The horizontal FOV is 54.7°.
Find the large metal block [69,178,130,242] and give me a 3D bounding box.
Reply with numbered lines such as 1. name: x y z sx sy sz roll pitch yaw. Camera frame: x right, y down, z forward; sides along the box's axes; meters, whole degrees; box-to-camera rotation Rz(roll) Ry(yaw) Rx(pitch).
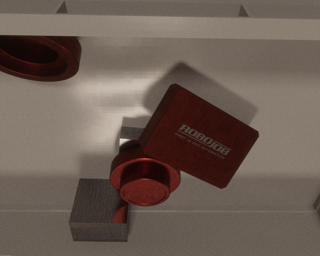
1. large metal block: -0.088 0.126 0.479 0.081 0.080 0.050 2 130 -2

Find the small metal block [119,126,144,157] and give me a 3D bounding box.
1. small metal block: -0.031 0.027 0.431 0.050 0.025 0.050 5 130 -5

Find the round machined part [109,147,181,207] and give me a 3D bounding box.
1. round machined part: -0.021 0.073 0.429 0.099 0.042 0.097 0 136 0

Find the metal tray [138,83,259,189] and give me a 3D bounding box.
1. metal tray: 0.050 0.013 0.394 0.131 0.030 0.090 27 99 -22

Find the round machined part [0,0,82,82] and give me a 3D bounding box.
1. round machined part: -0.127 -0.086 0.304 0.099 0.042 0.098 3 162 1
